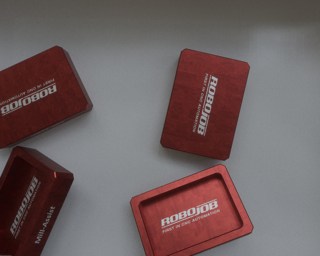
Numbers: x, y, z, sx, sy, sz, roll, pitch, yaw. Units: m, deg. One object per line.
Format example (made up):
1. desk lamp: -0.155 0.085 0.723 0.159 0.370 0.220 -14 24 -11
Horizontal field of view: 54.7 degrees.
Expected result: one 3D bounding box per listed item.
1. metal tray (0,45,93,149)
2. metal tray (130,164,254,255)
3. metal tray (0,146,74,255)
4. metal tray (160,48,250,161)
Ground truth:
1. metal tray: -0.167 -0.039 0.407 0.131 0.030 0.090 -25 90 0
2. metal tray: 0.038 0.111 0.391 0.131 0.030 0.090 -21 65 0
3. metal tray: -0.170 0.098 0.386 0.090 0.030 0.129 24 90 31
4. metal tray: 0.058 -0.030 0.409 0.091 0.030 0.129 13 90 0
